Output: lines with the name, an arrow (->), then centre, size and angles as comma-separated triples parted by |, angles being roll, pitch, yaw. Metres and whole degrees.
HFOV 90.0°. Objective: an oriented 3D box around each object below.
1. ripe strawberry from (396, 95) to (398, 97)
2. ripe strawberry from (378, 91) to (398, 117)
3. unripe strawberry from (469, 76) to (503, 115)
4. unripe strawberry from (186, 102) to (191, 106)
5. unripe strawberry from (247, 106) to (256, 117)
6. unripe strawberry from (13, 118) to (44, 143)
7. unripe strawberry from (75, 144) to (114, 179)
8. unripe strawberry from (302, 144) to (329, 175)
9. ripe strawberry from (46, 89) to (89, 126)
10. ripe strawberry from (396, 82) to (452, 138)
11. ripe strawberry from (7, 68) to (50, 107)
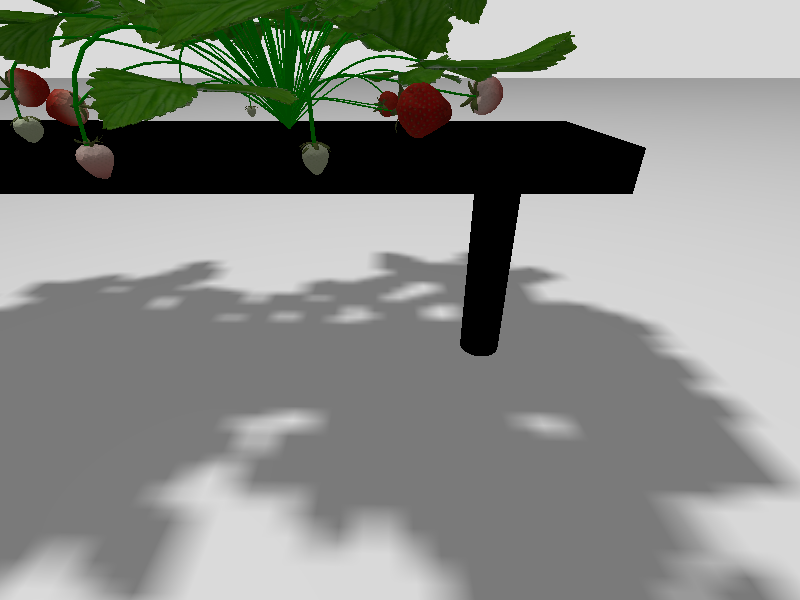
ripe strawberry -> -0.008, -0.210, 0.428 | 0.021, 0.019, 0.019 | 18, 13, 28
ripe strawberry -> -0.010, -0.190, 0.388 | 0.020, 0.023, 0.022 | 26, 39, 37
unripe strawberry -> 0.088, -0.206, 0.402 | 0.035, 0.036, 0.032 | -16, 34, -26
unripe strawberry -> -0.226, -0.210, 0.422 | 0.010, 0.011, 0.011 | 24, 38, 35
unripe strawberry -> -0.146, -0.186, 0.395 | 0.009, 0.010, 0.010 | -19, 35, -29
unripe strawberry -> -0.249, -0.114, 0.270 | 0.015, 0.015, 0.014 | -11, 32, -18
unripe strawberry -> -0.136, -0.062, 0.180 | 0.014, 0.015, 0.015 | 8, 31, 14
unripe strawberry -> -0.036, -0.060, 0.172 | 0.012, 0.012, 0.012 | -9, 32, -15
ripe strawberry -> -0.280, -0.160, 0.335 | 0.030, 0.029, 0.027 | -5, 29, 10
ripe strawberry -> 0.017, -0.126, 0.268 | 0.035, 0.034, 0.038 | 15, 34, 23
ripe strawberry -> -0.445, -0.255, 0.482 | 0.036, 0.041, 0.040 | 14, 32, 22
